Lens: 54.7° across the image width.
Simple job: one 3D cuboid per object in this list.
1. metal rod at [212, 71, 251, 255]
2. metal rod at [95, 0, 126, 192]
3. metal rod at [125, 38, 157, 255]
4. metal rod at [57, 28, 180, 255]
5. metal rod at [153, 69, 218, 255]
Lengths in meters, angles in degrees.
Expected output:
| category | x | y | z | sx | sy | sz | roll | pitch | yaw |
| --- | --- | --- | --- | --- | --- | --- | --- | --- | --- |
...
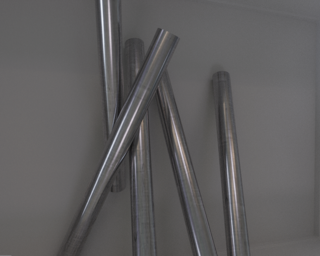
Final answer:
| category | x | y | z | sx | sy | sz | roll | pitch | yaw |
| --- | --- | --- | --- | --- | --- | --- | --- | --- | --- |
| metal rod | 0.086 | 0.059 | 0.377 | 0.025 | 0.025 | 0.299 | 11 | 61 | -20 |
| metal rod | -0.051 | -0.060 | 0.326 | 0.025 | 0.025 | 0.298 | -9 | 118 | -20 |
| metal rod | -0.022 | 0.031 | 0.348 | 0.025 | 0.025 | 0.299 | 3 | 68 | -20 |
| metal rod | -0.054 | 0.037 | 0.341 | 0.025 | 0.025 | 0.298 | 22 | 102 | -19 |
| metal rod | 0.030 | 0.060 | 0.355 | 0.025 | 0.025 | 0.299 | -5 | 66 | -20 |
